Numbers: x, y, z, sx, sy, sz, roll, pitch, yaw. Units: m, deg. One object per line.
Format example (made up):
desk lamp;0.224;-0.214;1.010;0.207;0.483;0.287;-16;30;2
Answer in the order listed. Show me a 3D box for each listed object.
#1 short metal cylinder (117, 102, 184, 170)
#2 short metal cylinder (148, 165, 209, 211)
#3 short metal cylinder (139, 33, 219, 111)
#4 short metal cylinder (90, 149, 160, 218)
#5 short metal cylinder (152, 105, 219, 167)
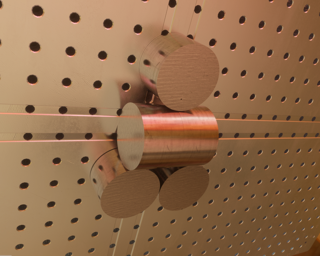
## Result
short metal cylinder;-0.014;0.010;0.376;0.050;0.080;0.079;0;118;-29
short metal cylinder;0.024;0.073;0.454;0.081;0.050;0.079;-14;125;-21
short metal cylinder;0.022;-0.067;0.367;0.081;0.050;0.079;-14;125;-21
short metal cylinder;-0.047;0.073;0.415;0.081;0.050;0.079;-14;125;-21
short metal cylinder;0.030;0.009;0.400;0.050;0.080;0.079;0;118;-29
